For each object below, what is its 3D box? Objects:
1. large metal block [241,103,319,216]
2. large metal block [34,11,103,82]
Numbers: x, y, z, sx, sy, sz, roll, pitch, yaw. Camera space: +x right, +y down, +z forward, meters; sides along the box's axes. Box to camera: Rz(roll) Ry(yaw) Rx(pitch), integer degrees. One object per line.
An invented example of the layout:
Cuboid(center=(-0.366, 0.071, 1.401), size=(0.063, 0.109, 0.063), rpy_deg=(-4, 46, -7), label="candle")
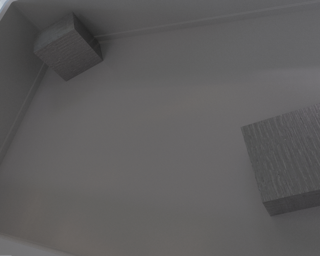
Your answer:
Cuboid(center=(0.133, 0.032, 0.300), size=(0.080, 0.050, 0.080), rpy_deg=(-18, 55, 17), label="large metal block")
Cuboid(center=(-0.158, -0.139, 0.539), size=(0.080, 0.080, 0.050), rpy_deg=(-26, 53, 12), label="large metal block")
